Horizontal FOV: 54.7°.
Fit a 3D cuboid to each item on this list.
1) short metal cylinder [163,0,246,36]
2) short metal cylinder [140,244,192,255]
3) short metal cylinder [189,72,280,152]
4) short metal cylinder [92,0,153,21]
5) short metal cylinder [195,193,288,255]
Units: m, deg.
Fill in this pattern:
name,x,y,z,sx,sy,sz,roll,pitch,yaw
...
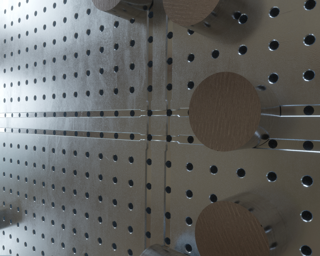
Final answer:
name,x,y,z,sx,sy,sz,roll,pitch,yaw
short metal cylinder,0.050,-0.150,0.352,0.080,0.050,0.079,0,90,40
short metal cylinder,0.008,0.186,0.367,0.050,0.081,0.079,4,93,40
short metal cylinder,0.078,-0.016,0.329,0.080,0.050,0.079,0,90,40
short metal cylinder,-0.053,-0.199,0.437,0.080,0.050,0.079,0,90,40
short metal cylinder,0.084,0.112,0.324,0.080,0.050,0.079,0,90,40
